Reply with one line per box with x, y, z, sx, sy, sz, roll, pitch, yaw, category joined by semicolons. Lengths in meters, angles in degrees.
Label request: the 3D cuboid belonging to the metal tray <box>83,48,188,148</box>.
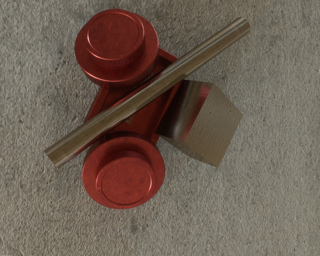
-0.029;-0.043;0.397;0.090;0.030;0.130;26;81;-18;metal tray

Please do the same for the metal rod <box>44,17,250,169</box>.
-0.002;-0.052;0.378;0.301;0.025;0.025;-37;102;-16;metal rod

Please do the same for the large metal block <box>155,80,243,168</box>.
0.053;-0.005;0.402;0.080;0.050;0.080;36;77;-41;large metal block

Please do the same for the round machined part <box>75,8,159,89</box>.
-0.051;-0.098;0.361;0.099;0.042;0.098;0;71;1;round machined part

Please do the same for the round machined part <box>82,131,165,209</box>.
-0.041;0.056;0.368;0.099;0.042;0.097;-4;111;-11;round machined part
